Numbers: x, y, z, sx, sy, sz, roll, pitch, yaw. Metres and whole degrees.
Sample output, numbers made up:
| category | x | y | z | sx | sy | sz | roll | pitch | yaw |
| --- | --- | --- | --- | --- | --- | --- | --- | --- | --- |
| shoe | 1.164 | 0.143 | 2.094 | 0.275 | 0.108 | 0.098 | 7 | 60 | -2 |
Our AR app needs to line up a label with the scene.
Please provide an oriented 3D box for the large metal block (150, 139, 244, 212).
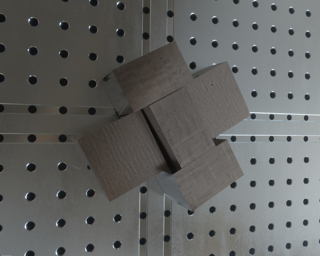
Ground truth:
| category | x | y | z | sx | sy | sz | roll | pitch | yaw |
| --- | --- | --- | --- | --- | --- | --- | --- | --- | --- |
| large metal block | 0.044 | 0.055 | 0.399 | 0.080 | 0.080 | 0.050 | -30 | 100 | -18 |

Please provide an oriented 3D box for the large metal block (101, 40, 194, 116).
| category | x | y | z | sx | sy | sz | roll | pitch | yaw |
| --- | --- | --- | --- | --- | --- | --- | --- | --- | --- |
| large metal block | -0.019 | -0.057 | 0.376 | 0.080 | 0.080 | 0.050 | -30 | 100 | -17 |

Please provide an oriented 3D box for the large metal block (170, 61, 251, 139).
| category | x | y | z | sx | sy | sz | roll | pitch | yaw |
| --- | --- | --- | --- | --- | --- | --- | --- | --- | --- |
| large metal block | 0.063 | -0.034 | 0.421 | 0.080 | 0.050 | 0.080 | -30 | 102 | -17 |

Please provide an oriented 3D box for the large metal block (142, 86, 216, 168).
| category | x | y | z | sx | sy | sz | roll | pitch | yaw |
| --- | --- | --- | --- | --- | --- | --- | --- | --- | --- |
| large metal block | 0.013 | -0.001 | 0.388 | 0.050 | 0.080 | 0.080 | -30 | 100 | -17 |

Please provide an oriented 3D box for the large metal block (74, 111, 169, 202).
| category | x | y | z | sx | sy | sz | roll | pitch | yaw |
| --- | --- | --- | --- | --- | --- | --- | --- | --- | --- |
| large metal block | -0.049 | 0.031 | 0.382 | 0.080 | 0.050 | 0.080 | -28 | 99 | -18 |
